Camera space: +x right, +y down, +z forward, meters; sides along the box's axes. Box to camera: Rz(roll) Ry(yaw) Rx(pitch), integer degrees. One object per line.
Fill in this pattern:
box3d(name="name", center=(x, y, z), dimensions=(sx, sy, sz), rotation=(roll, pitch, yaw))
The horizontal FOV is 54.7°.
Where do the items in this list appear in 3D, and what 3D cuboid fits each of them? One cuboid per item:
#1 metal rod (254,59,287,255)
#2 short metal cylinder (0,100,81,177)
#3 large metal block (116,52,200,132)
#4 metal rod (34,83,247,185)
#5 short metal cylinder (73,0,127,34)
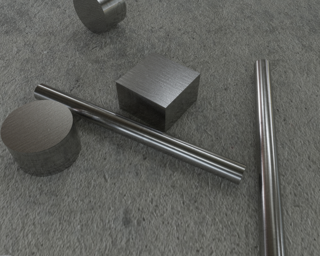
box3d(name="metal rod", center=(0.134, 0.015, 0.391), dimensions=(0.025, 0.025, 0.300), rotation=(8, 50, 6))
box3d(name="short metal cylinder", center=(-0.141, 0.012, 0.376), dimensions=(0.081, 0.050, 0.080), rotation=(0, 50, 0))
box3d(name="large metal block", center=(-0.002, -0.051, 0.430), dimensions=(0.080, 0.050, 0.080), rotation=(29, 56, 22))
box3d(name="metal rod", center=(-0.038, 0.001, 0.401), dimensions=(0.301, 0.025, 0.025), rotation=(22, 53, 17))
box3d(name="short metal cylinder", center=(-0.106, -0.215, 0.547), dimensions=(0.080, 0.080, 0.050), rotation=(31, 57, 23))
